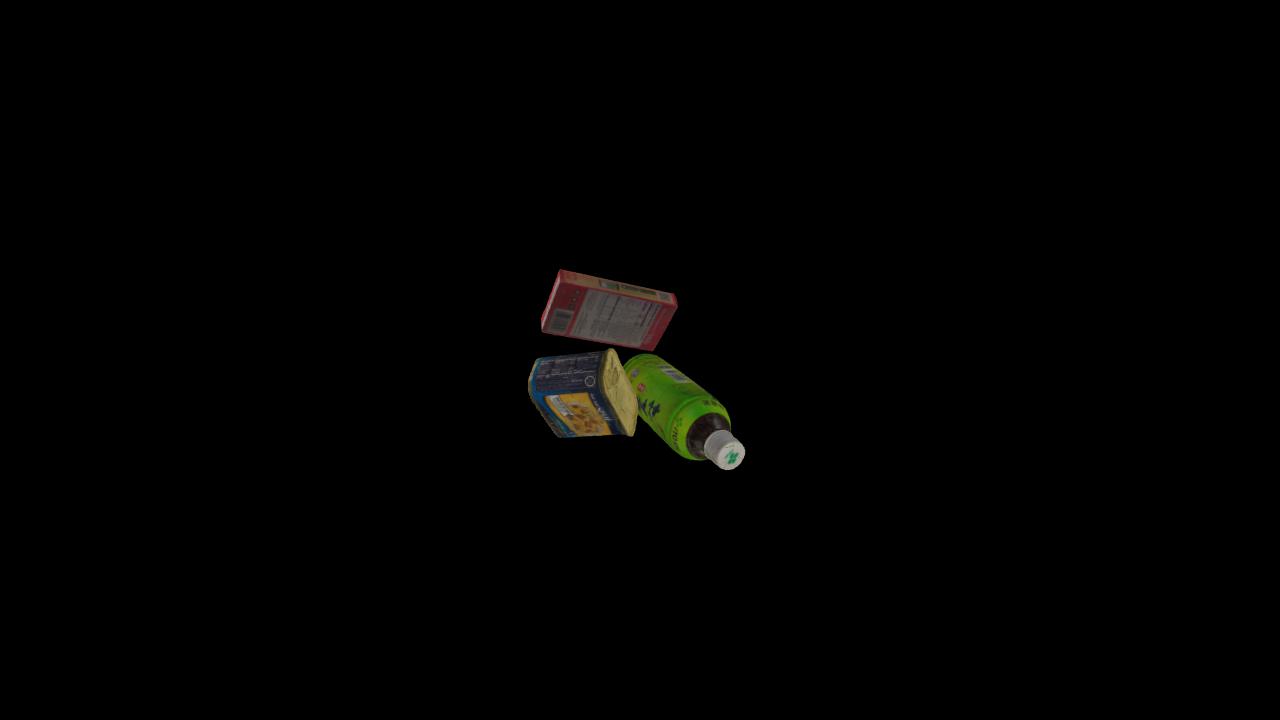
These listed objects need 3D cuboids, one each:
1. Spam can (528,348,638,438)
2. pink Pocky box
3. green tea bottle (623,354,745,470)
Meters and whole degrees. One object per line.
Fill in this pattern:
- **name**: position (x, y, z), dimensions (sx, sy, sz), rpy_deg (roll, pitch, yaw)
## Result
- **Spam can**: position (-0.058, 0.038, 0.645), dimensions (0.085, 0.058, 0.101), rpy_deg (-6, -43, 17)
- **pink Pocky box**: position (-0.039, -0.059, 0.769), dimensions (0.155, 0.029, 0.084), rpy_deg (9, -47, -22)
- **green tea bottle**: position (0.043, 0.055, 0.659), dimensions (0.073, 0.073, 0.212), rpy_deg (0, 17, -24)
